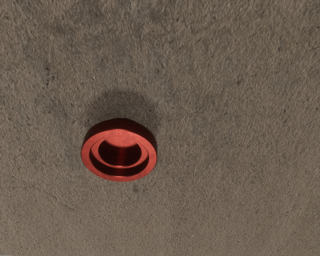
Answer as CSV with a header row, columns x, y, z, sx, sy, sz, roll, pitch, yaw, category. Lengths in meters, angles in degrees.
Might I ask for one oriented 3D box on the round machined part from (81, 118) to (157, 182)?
x,y,z,sx,sy,sz,roll,pitch,yaw,category
-0.053,0.025,0.417,0.099,0.042,0.097,-1,130,0,round machined part
